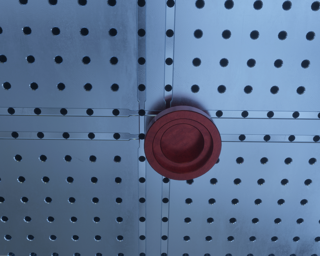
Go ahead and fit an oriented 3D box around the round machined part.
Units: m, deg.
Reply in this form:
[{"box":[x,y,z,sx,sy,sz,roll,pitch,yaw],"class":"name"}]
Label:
[{"box":[0.029,0.017,0.411,0.099,0.042,0.097,0,110,-1],"class":"round machined part"}]
